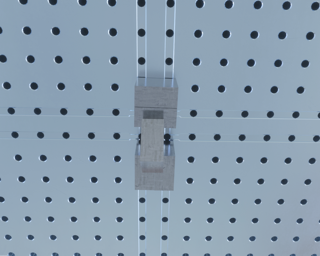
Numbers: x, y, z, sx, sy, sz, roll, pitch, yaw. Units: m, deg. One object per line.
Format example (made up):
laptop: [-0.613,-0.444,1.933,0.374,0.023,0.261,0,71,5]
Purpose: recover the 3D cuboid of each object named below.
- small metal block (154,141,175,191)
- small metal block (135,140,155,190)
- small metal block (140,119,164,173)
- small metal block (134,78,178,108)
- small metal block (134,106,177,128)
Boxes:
small metal block: [0.006,0.049,0.417,0.025,0.050,0.050,1,110,-1]
small metal block: [-0.020,0.049,0.418,0.025,0.050,0.050,1,110,-1]
small metal block: [-0.008,0.022,0.364,0.025,0.050,0.050,1,68,0]
small metal block: [-0.005,-0.044,0.383,0.050,0.050,0.025,2,110,-1]
small metal block: [-0.006,-0.021,0.392,0.050,0.050,0.025,2,110,-1]
